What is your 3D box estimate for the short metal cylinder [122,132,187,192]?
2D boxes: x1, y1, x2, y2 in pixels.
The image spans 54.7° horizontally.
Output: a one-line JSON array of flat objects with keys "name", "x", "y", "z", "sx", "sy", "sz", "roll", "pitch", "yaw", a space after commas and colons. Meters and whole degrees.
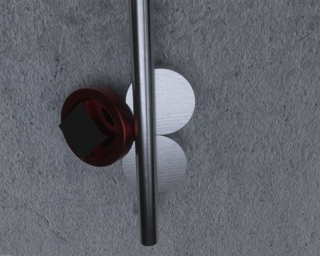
[{"name": "short metal cylinder", "x": -0.007, "y": 0.038, "z": 0.411, "sx": 0.081, "sy": 0.050, "sz": 0.079, "roll": 0, "pitch": 109, "yaw": 0}]

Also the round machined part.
[{"name": "round machined part", "x": -0.072, "y": -0.004, "z": 0.386, "sx": 0.098, "sy": 0.042, "sz": 0.097, "roll": 9, "pitch": 110, "yaw": 27}]

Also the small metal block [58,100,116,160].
[{"name": "small metal block", "x": -0.085, "y": 0.001, "z": 0.367, "sx": 0.050, "sy": 0.025, "sz": 0.050, "roll": -38, "pitch": 85, "yaw": 32}]

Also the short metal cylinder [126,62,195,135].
[{"name": "short metal cylinder", "x": 0.001, "y": -0.038, "z": 0.384, "sx": 0.081, "sy": 0.050, "sz": 0.079, "roll": 0, "pitch": 110, "yaw": 0}]

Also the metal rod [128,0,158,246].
[{"name": "metal rod", "x": -0.017, "y": 0.009, "z": 0.361, "sx": 0.025, "sy": 0.025, "sz": 0.298, "roll": -1, "pitch": 110, "yaw": 0}]
